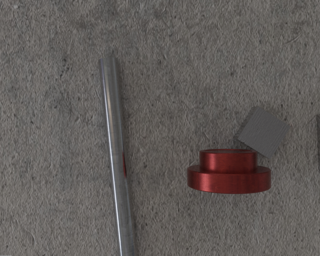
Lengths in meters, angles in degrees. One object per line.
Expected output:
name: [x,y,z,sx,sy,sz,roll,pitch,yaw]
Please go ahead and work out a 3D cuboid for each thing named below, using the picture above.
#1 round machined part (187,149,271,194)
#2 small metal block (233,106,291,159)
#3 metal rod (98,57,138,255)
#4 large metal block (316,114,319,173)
round machined part: [0.082,0.048,0.374,0.099,0.098,0.042,-1,90,0]
small metal block: [0.134,0.006,0.411,0.050,0.025,0.050,32,90,0]
metal rod: [-0.054,0.058,0.409,0.025,0.025,0.298,-6,90,0]
large metal block: [0.256,0.020,0.400,0.081,0.050,0.080,-2,90,0]
